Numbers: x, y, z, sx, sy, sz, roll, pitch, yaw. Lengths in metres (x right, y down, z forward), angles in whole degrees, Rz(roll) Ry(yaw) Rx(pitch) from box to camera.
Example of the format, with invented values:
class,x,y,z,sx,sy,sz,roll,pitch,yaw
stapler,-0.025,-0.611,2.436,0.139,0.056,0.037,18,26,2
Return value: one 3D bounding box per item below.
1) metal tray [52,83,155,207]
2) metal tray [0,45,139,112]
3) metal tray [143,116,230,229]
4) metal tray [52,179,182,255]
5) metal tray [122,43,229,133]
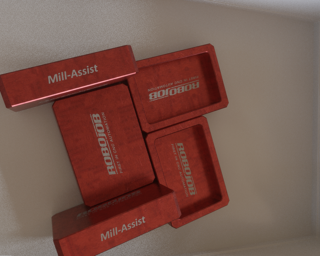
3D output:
class,x,y,z,sx,sy,sz,roll,pitch,yaw
metal tray,-0.068,0.019,0.380,0.091,0.030,0.129,-19,97,-19
metal tray,-0.098,-0.052,0.336,0.131,0.090,0.030,-19,97,-19
metal tray,0.034,0.057,0.420,0.091,0.030,0.129,-19,97,-19
metal tray,-0.053,0.101,0.354,0.131,0.090,0.030,-18,97,-19
metal tray,0.021,-0.054,0.415,0.131,0.030,0.089,-18,96,-20
